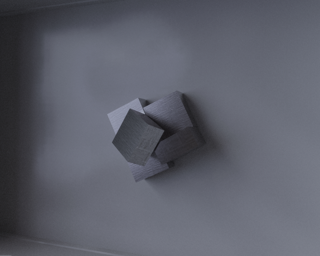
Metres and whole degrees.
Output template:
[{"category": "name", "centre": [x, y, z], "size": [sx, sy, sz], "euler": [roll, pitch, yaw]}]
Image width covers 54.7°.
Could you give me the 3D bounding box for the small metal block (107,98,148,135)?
[{"category": "small metal block", "centre": [-0.036, -0.007, 0.421], "size": [0.050, 0.025, 0.050], "euler": [-26, 82, 17]}]

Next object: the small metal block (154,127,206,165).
[{"category": "small metal block", "centre": [0.025, 0.021, 0.386], "size": [0.050, 0.050, 0.025], "euler": [-29, 81, 16]}]

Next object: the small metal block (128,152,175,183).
[{"category": "small metal block", "centre": [-0.016, 0.039, 0.414], "size": [0.050, 0.025, 0.050], "euler": [-26, 82, 17]}]

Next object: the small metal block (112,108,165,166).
[{"category": "small metal block", "centre": [-0.028, 0.011, 0.378], "size": [0.050, 0.025, 0.050], "euler": [40, 105, 50]}]

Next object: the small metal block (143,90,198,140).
[{"category": "small metal block", "centre": [0.014, -0.014, 0.403], "size": [0.050, 0.025, 0.050], "euler": [-26, 82, 17]}]
